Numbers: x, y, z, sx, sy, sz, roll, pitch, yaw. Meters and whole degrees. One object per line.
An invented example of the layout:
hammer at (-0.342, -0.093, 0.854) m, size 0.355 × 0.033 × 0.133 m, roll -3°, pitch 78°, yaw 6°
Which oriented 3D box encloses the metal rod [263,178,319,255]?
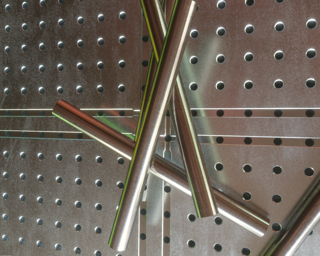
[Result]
metal rod at (0.190, 0.065, 0.345) m, size 0.025 × 0.025 × 0.299 m, roll 34°, pitch 101°, yaw 16°

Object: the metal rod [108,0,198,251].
metal rod at (-0.012, 0.004, 0.360) m, size 0.025 × 0.025 × 0.298 m, roll 19°, pitch 100°, yaw 18°

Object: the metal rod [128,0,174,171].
metal rod at (-0.010, -0.043, 0.415) m, size 0.025 × 0.025 × 0.298 m, roll 13°, pitch 94°, yaw 19°

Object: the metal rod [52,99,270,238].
metal rod at (-0.005, 0.046, 0.390) m, size 0.301 × 0.025 × 0.025 m, roll 29°, pitch 100°, yaw 8°

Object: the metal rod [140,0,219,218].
metal rod at (0.018, -0.044, 0.373) m, size 0.025 × 0.025 × 0.299 m, roll -17°, pitch 81°, yaw 19°
